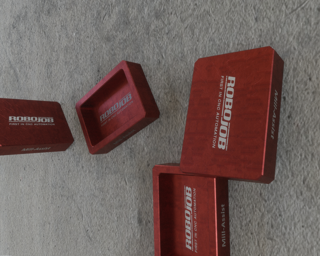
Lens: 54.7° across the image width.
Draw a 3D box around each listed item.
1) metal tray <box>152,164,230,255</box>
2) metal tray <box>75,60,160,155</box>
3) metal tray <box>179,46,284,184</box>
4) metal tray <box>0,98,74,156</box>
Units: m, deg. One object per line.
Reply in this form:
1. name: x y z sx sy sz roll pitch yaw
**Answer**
1. metal tray: 0.036 0.110 0.372 0.090 0.030 0.129 -2 89 40
2. metal tray: -0.068 -0.027 0.457 0.130 0.030 0.090 -34 69 35
3. metal tray: 0.073 -0.013 0.320 0.090 0.030 0.129 -1 75 40
4. metal tray: -0.219 -0.003 0.518 0.030 0.131 0.090 -41 65 32
